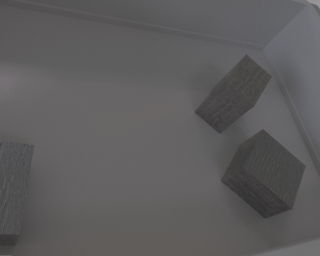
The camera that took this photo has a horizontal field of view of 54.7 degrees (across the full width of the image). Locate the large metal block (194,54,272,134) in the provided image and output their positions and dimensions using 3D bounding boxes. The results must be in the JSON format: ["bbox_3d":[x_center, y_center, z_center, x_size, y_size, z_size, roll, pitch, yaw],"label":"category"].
[{"bbox_3d":[0.108,-0.050,0.458,0.050,0.080,0.080,41,51,0],"label":"large metal block"}]

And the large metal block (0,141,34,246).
[{"bbox_3d":[-0.161,0.055,0.269,0.081,0.050,0.080,10,57,-23],"label":"large metal block"}]

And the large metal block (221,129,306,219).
[{"bbox_3d":[0.144,0.063,0.429,0.080,0.050,0.080,41,51,0],"label":"large metal block"}]
